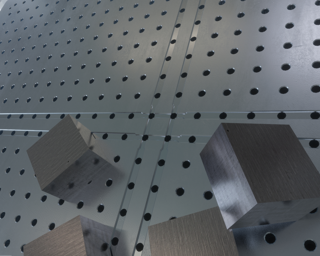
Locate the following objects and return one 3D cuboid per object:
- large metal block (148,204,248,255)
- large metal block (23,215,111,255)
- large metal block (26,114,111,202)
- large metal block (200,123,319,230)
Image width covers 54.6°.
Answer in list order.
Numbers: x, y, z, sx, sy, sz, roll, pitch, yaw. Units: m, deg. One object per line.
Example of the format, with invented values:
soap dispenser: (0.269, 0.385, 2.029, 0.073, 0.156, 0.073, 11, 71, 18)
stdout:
large metal block: (0.040, 0.128, 0.293, 0.080, 0.050, 0.080, -21, 54, 16)
large metal block: (-0.102, 0.158, 0.350, 0.080, 0.050, 0.080, -30, 52, 9)
large metal block: (-0.130, 0.041, 0.436, 0.080, 0.050, 0.080, -41, 51, 0)
large metal block: (0.094, 0.042, 0.291, 0.081, 0.050, 0.080, 1, 50, -22)
